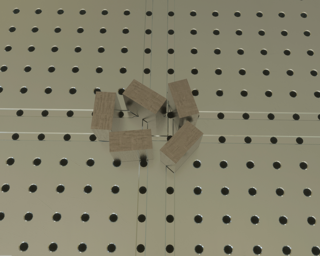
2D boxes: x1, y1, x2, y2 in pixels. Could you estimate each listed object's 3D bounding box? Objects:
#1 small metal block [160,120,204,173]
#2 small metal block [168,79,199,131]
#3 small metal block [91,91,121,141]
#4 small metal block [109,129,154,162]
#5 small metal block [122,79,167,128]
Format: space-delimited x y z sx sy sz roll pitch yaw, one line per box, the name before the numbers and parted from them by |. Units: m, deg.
small metal block | 0.026 0.025 0.389 0.025 0.050 0.050 40 75 14
small metal block | 0.029 -0.029 0.409 0.025 0.050 0.050 -15 70 -5
small metal block | -0.069 -0.014 0.403 0.025 0.050 0.050 3 71 1
small metal block | -0.035 0.023 0.390 0.050 0.050 0.025 -5 70 -2
small metal block | -0.019 -0.031 0.410 0.050 0.050 0.025 32 74 10
